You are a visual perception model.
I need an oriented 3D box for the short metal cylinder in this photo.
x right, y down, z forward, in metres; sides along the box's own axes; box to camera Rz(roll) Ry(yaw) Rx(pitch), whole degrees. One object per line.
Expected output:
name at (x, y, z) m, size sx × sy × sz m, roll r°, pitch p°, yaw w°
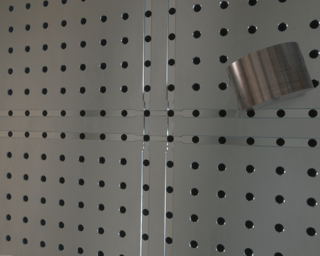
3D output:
short metal cylinder at (0.119, -0.053, 0.341) m, size 0.080 × 0.080 × 0.050 m, roll -19°, pitch 84°, yaw 19°
